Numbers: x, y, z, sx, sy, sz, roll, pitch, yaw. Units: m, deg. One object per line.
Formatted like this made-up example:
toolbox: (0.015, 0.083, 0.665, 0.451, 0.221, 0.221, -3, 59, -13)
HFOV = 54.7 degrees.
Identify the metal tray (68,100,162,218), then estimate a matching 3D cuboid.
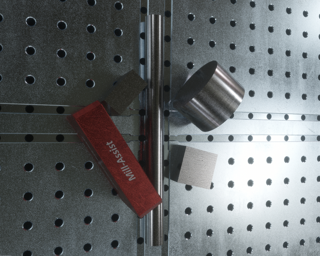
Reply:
metal tray: (-0.055, 0.034, 0.358, 0.030, 0.090, 0.130, -34, 102, -17)

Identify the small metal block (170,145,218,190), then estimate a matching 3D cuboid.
small metal block: (0.048, 0.054, 0.432, 0.050, 0.025, 0.050, 16, 85, -20)

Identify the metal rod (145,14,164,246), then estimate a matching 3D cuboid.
metal rod: (-0.007, 0.003, 0.410, 0.025, 0.025, 0.298, 0, 90, -20)

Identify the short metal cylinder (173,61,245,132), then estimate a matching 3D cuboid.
short metal cylinder: (0.063, -0.042, 0.408, 0.050, 0.080, 0.080, 40, 77, -16)

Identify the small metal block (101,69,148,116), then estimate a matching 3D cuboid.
small metal block: (-0.047, -0.042, 0.382, 0.025, 0.050, 0.050, 43, 76, -15)
